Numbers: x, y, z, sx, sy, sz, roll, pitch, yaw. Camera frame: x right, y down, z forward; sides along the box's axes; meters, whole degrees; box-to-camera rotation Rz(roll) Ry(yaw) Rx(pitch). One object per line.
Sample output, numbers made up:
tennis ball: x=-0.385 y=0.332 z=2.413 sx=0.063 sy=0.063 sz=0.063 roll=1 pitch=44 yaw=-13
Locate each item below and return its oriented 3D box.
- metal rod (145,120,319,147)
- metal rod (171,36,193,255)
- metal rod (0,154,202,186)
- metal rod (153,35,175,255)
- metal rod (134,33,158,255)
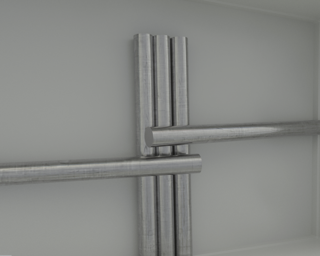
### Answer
metal rod: x=0.122 y=0.005 z=0.437 sx=0.303 sy=0.025 sz=0.025 roll=-2 pitch=91 yaw=-27
metal rod: x=0.029 y=0.028 z=0.421 sx=0.025 sy=0.025 sz=0.298 roll=-2 pitch=91 yaw=-20
metal rod: x=-0.097 y=0.049 z=0.357 sx=0.302 sy=0.025 sz=0.025 roll=-1 pitch=91 yaw=-15
metal rod: x=0.004 y=0.029 z=0.412 sx=0.025 sy=0.025 sz=0.298 roll=-2 pitch=91 yaw=-20
metal rod: x=-0.019 y=0.030 z=0.403 sx=0.025 sy=0.025 sz=0.298 roll=-2 pitch=91 yaw=-20
